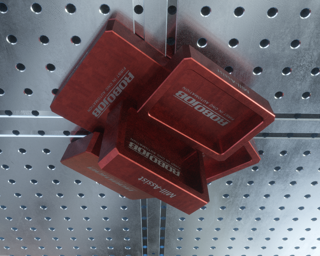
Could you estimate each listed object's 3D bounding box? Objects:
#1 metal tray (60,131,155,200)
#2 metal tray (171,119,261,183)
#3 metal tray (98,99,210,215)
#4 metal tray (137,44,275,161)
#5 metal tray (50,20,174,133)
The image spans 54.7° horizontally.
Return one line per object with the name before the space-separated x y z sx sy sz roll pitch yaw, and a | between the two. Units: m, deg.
metal tray | -0.061 0.058 0.433 0.130 0.030 0.090 35 147 -26
metal tray | 0.063 0.036 0.438 0.130 0.030 0.090 -27 126 20
metal tray | -0.003 0.033 0.357 0.130 0.090 0.030 33 122 -25
metal tray | 0.051 -0.022 0.351 0.131 0.030 0.090 29 124 -23
metal tray | -0.057 -0.048 0.365 0.090 0.030 0.129 32 123 -25
